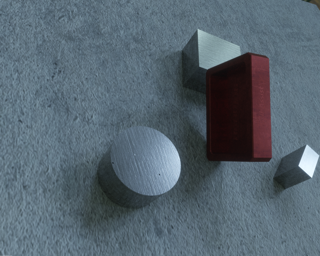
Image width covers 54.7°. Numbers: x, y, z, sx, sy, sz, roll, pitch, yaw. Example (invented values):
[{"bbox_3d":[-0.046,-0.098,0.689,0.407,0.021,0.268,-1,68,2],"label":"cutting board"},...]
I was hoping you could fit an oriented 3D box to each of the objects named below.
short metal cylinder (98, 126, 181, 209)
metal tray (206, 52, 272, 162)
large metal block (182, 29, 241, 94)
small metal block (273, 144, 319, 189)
[{"bbox_3d":[-0.024,0.045,0.349,0.081,0.050,0.080,14,56,-21],"label":"short metal cylinder"},{"bbox_3d":[0.098,-0.022,0.402,0.030,0.090,0.129,3,84,-27],"label":"metal tray"},{"bbox_3d":[0.083,-0.100,0.496,0.081,0.050,0.080,15,55,-20],"label":"large metal block"},{"bbox_3d":[0.205,0.059,0.465,0.025,0.050,0.050,43,51,0],"label":"small metal block"}]
